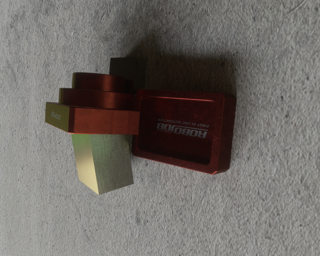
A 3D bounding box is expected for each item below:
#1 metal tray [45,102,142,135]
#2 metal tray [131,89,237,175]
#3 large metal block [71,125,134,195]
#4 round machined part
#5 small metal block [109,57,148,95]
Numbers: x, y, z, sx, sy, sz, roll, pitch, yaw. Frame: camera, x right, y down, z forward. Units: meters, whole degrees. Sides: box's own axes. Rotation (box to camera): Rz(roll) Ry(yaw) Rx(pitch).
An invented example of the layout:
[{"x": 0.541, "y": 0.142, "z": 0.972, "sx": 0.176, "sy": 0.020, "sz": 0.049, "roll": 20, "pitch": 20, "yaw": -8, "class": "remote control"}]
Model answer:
[{"x": -0.094, "y": -0.015, "z": 0.417, "sx": 0.130, "sy": 0.091, "sz": 0.030, "roll": 12, "pitch": 99, "yaw": 57, "class": "metal tray"}, {"x": 0.024, "y": 0.000, "z": 0.382, "sx": 0.130, "sy": 0.030, "sz": 0.089, "roll": 8, "pitch": 95, "yaw": 39, "class": "metal tray"}, {"x": -0.082, "y": 0.037, "z": 0.431, "sx": 0.080, "sy": 0.050, "sz": 0.079, "roll": 11, "pitch": 111, "yaw": 57, "class": "large metal block"}, {"x": -0.082, "y": -0.049, "z": 0.410, "sx": 0.098, "sy": 0.099, "sz": 0.042, "roll": 8, "pitch": 95, "yaw": 39, "class": "round machined part"}, {"x": -0.047, "y": -0.074, "z": 0.443, "sx": 0.050, "sy": 0.025, "sz": 0.050, "roll": 9, "pitch": 95, "yaw": 39, "class": "small metal block"}]
